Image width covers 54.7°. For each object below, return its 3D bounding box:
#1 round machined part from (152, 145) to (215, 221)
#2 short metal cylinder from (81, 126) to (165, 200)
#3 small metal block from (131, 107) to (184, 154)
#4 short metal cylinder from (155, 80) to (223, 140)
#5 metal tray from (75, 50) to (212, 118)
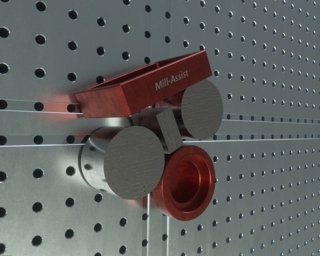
[{"bbox_3d":[0.027,0.071,0.416,0.099,0.042,0.097,0,90,-40],"label":"round machined part"},{"bbox_3d":[-0.042,0.037,0.353,0.081,0.050,0.079,0,90,-40],"label":"short metal cylinder"},{"bbox_3d":[-0.004,0.003,0.384,0.025,0.050,0.050,-32,110,-36],"label":"small metal block"},{"bbox_3d":[0.041,-0.024,0.422,0.081,0.050,0.079,0,90,-40],"label":"short metal cylinder"},{"bbox_3d":[-0.016,-0.050,0.347,0.131,0.090,0.030,-29,109,-36],"label":"metal tray"}]
